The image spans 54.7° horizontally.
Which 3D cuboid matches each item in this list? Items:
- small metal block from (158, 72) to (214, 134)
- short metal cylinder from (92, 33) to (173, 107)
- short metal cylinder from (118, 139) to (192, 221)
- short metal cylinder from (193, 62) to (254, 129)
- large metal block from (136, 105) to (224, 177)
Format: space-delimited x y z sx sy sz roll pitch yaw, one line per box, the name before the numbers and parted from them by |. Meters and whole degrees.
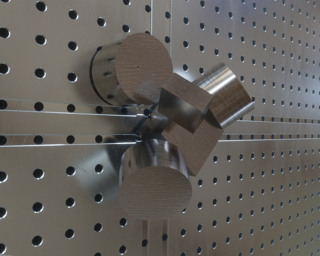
small metal block | 0.027 -0.027 0.347 0.050 0.050 0.025 33 64 12
short metal cylinder | -0.031 -0.066 0.363 0.081 0.050 0.079 0 90 -40
short metal cylinder | -0.007 0.060 0.356 0.081 0.050 0.079 -2 121 -4
short metal cylinder | 0.086 -0.045 0.432 0.050 0.080 0.080 -35 118 8
large metal block | 0.029 0.005 0.410 0.080 0.050 0.080 52 60 -28
